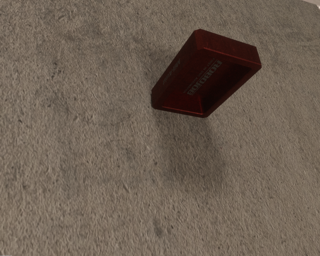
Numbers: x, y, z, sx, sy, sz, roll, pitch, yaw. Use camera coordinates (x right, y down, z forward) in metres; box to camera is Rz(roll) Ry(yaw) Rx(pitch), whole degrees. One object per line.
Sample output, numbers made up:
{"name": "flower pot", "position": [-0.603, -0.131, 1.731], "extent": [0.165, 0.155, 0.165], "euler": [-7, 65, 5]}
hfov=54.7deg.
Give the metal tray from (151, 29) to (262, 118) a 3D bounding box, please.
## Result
{"name": "metal tray", "position": [0.055, -0.063, 0.407], "extent": [0.091, 0.129, 0.030], "euler": [9, 58, -24]}
